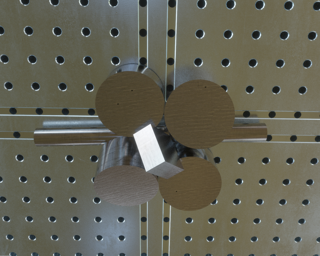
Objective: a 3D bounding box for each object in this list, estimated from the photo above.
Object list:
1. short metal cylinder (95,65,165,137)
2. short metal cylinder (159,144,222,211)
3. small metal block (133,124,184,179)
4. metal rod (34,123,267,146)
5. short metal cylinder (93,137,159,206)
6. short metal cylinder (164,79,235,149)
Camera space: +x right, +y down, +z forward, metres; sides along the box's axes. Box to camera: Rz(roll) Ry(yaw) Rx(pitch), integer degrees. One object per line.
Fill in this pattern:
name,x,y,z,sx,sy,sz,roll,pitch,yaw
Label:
short metal cylinder,-0.035,-0.035,0.383,0.081,0.050,0.079,0,110,0
short metal cylinder,0.039,0.064,0.420,0.081,0.050,0.079,0,110,0
small metal block,-0.001,0.029,0.369,0.025,0.050,0.050,-32,149,17
metal rod,-0.012,0.009,0.412,0.302,0.025,0.025,-1,110,0
short metal cylinder,-0.042,0.057,0.404,0.081,0.050,0.079,-1,130,-1
short metal cylinder,0.045,-0.015,0.377,0.081,0.050,0.080,0,87,0
